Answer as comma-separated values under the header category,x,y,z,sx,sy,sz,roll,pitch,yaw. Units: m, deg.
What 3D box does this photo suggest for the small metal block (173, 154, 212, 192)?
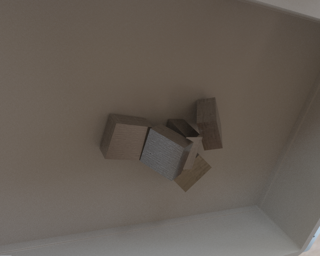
category,x,y,z,sx,sy,sz,roll,pitch,yaw
small metal block,0.044,0.061,0.451,0.050,0.050,0.025,-44,95,1

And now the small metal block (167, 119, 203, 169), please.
category,x,y,z,sx,sy,sz,roll,pitch,yaw
small metal block,0.027,0.022,0.421,0.025,0.050,0.050,1,118,-29

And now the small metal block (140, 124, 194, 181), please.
category,x,y,z,sx,sy,sz,roll,pitch,yaw
small metal block,0.008,0.030,0.391,0.025,0.050,0.050,-24,139,-55

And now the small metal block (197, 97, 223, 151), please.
category,x,y,z,sx,sy,sz,roll,pitch,yaw
small metal block,0.068,-0.006,0.423,0.025,0.050,0.050,-9,129,15

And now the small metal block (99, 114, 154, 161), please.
category,x,y,z,sx,sy,sz,roll,pitch,yaw
small metal block,-0.043,0.013,0.391,0.050,0.025,0.050,7,115,-32
